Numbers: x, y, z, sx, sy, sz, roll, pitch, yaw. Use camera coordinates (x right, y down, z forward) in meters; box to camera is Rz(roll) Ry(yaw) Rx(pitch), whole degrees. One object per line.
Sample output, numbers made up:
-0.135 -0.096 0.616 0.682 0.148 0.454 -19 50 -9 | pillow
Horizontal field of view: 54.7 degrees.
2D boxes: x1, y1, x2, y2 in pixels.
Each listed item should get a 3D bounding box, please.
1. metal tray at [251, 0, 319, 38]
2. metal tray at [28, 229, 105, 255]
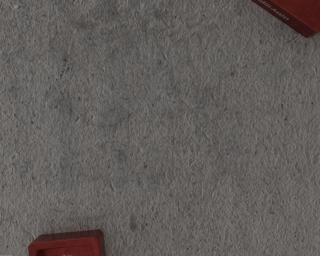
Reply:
0.176 -0.193 0.409 0.130 0.030 0.090 34 90 0 | metal tray
-0.116 0.206 0.406 0.091 0.030 0.129 -5 90 0 | metal tray
